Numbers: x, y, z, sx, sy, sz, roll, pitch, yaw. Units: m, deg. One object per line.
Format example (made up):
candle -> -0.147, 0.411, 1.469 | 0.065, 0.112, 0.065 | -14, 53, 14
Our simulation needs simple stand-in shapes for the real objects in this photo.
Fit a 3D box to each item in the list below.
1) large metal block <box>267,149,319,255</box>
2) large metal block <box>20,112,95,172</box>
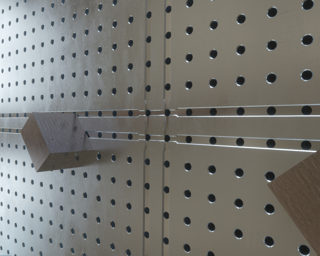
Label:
large metal block -> 0.156, 0.058, 0.264 | 0.080, 0.050, 0.080 | -45, 63, 30
large metal block -> -0.168, 0.021, 0.509 | 0.050, 0.081, 0.080 | -47, 63, 30
